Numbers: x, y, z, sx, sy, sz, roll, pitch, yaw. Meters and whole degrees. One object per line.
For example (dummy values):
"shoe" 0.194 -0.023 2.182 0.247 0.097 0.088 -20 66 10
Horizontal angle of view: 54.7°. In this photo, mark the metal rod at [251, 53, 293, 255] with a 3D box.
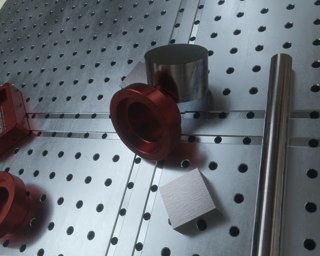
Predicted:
"metal rod" 0.115 0.048 0.318 0.025 0.025 0.300 0 62 28

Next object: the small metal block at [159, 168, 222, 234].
"small metal block" 0.033 0.080 0.342 0.050 0.025 0.050 -29 52 9

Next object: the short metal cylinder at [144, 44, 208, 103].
"short metal cylinder" 0.022 -0.073 0.403 0.080 0.050 0.080 -4 32 3

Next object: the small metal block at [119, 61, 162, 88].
"small metal block" -0.024 -0.067 0.462 0.050 0.025 0.050 30 78 37

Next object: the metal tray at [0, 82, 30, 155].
"metal tray" -0.294 -0.015 0.569 0.090 0.030 0.130 -36 51 4

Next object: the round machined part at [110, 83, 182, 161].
"round machined part" -0.013 -0.011 0.386 0.098 0.097 0.042 18 39 35

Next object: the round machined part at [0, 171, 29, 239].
"round machined part" -0.232 0.116 0.448 0.098 0.042 0.098 -13 56 21
